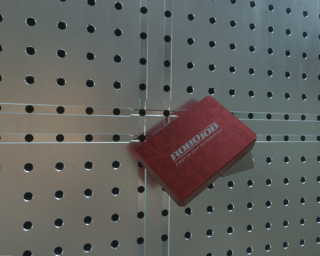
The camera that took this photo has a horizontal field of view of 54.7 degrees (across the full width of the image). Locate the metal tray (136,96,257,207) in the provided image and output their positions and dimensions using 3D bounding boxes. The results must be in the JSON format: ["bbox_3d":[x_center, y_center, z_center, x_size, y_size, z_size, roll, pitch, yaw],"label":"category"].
[{"bbox_3d":[0.047,0.026,0.402,0.131,0.030,0.090,-36,63,-17],"label":"metal tray"}]

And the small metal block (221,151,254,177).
[{"bbox_3d":[0.094,0.047,0.436,0.050,0.050,0.025,-12,95,-20],"label":"small metal block"}]
